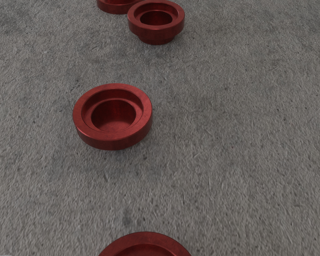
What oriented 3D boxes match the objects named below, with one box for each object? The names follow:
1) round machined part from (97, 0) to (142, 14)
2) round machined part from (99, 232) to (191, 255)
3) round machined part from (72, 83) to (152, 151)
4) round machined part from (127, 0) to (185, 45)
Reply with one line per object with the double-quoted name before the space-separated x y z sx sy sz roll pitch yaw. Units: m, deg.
"round machined part" -0.080 -0.272 0.620 0.099 0.042 0.098 0 50 0
"round machined part" -0.013 0.146 0.269 0.099 0.042 0.098 0 50 0
"round machined part" -0.059 -0.010 0.400 0.099 0.042 0.098 0 50 0
"round machined part" -0.007 -0.183 0.546 0.099 0.042 0.098 0 50 0
